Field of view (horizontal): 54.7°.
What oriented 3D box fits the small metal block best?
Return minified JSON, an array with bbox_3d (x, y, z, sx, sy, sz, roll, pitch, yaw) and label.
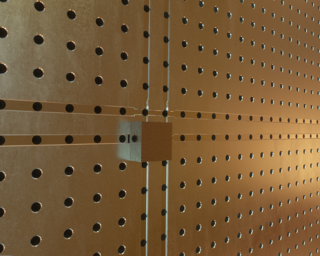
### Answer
[{"bbox_3d":[-0.011,0.017,0.402,0.050,0.025,0.050,2,89,-40],"label":"small metal block"}]
